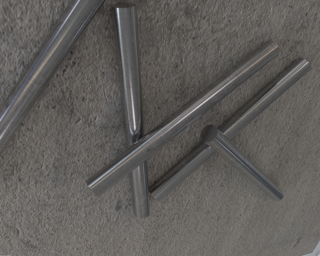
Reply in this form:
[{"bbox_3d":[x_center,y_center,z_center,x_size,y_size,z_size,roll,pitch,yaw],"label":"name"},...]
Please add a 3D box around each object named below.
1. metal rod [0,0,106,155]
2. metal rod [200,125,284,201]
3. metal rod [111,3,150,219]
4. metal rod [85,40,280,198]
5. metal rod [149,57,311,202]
[{"bbox_3d":[-0.125,-0.047,0.308,0.025,0.025,0.299,31,101,-38],"label":"metal rod"},{"bbox_3d":[0.148,0.070,0.509,0.025,0.025,0.301,-48,136,5],"label":"metal rod"},{"bbox_3d":[-0.032,0.003,0.390,0.025,0.025,0.298,-15,125,-20],"label":"metal rod"},{"bbox_3d":[0.037,-0.019,0.392,0.301,0.025,0.025,-38,130,-12],"label":"metal rod"},{"bbox_3d":[0.104,0.003,0.464,0.300,0.025,0.025,-41,129,0],"label":"metal rod"}]
